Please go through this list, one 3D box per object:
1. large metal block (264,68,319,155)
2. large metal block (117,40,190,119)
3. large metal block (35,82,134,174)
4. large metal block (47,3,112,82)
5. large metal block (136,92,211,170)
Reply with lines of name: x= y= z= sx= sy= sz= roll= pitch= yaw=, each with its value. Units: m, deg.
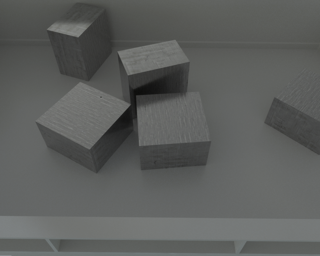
large metal block: x=0.202 y=-0.024 z=0.412 sx=0.080 sy=0.050 sz=0.080 roll=36 pitch=58 yaw=26
large metal block: x=-0.009 y=-0.066 z=0.424 sx=0.081 sy=0.080 sz=0.050 roll=-15 pitch=52 yaw=-13
large metal block: x=-0.091 y=-0.003 z=0.390 sx=0.080 sy=0.050 sz=0.080 roll=25 pitch=54 yaw=19
large metal block: x=-0.120 y=-0.133 z=0.480 sx=0.050 sy=0.080 sz=0.080 roll=17 pitch=52 yaw=13
large metal block: x=0.013 y=0.003 z=0.387 sx=0.081 sy=0.050 sz=0.080 roll=-4 pitch=50 yaw=-4
